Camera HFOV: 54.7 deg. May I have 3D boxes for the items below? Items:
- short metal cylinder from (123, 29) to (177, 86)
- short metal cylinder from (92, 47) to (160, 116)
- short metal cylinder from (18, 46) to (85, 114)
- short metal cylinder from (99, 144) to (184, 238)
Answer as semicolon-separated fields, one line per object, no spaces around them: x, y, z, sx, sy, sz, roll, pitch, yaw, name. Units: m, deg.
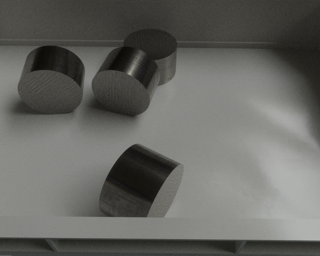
-0.015;-0.110;0.481;0.081;0.050;0.080;0;50;0;short metal cylinder
-0.045;-0.062;0.421;0.080;0.080;0.050;12;51;9;short metal cylinder
-0.145;-0.064;0.421;0.081;0.080;0.050;-4;50;-4;short metal cylinder
-0.017;0.063;0.317;0.050;0.080;0.080;25;54;19;short metal cylinder
